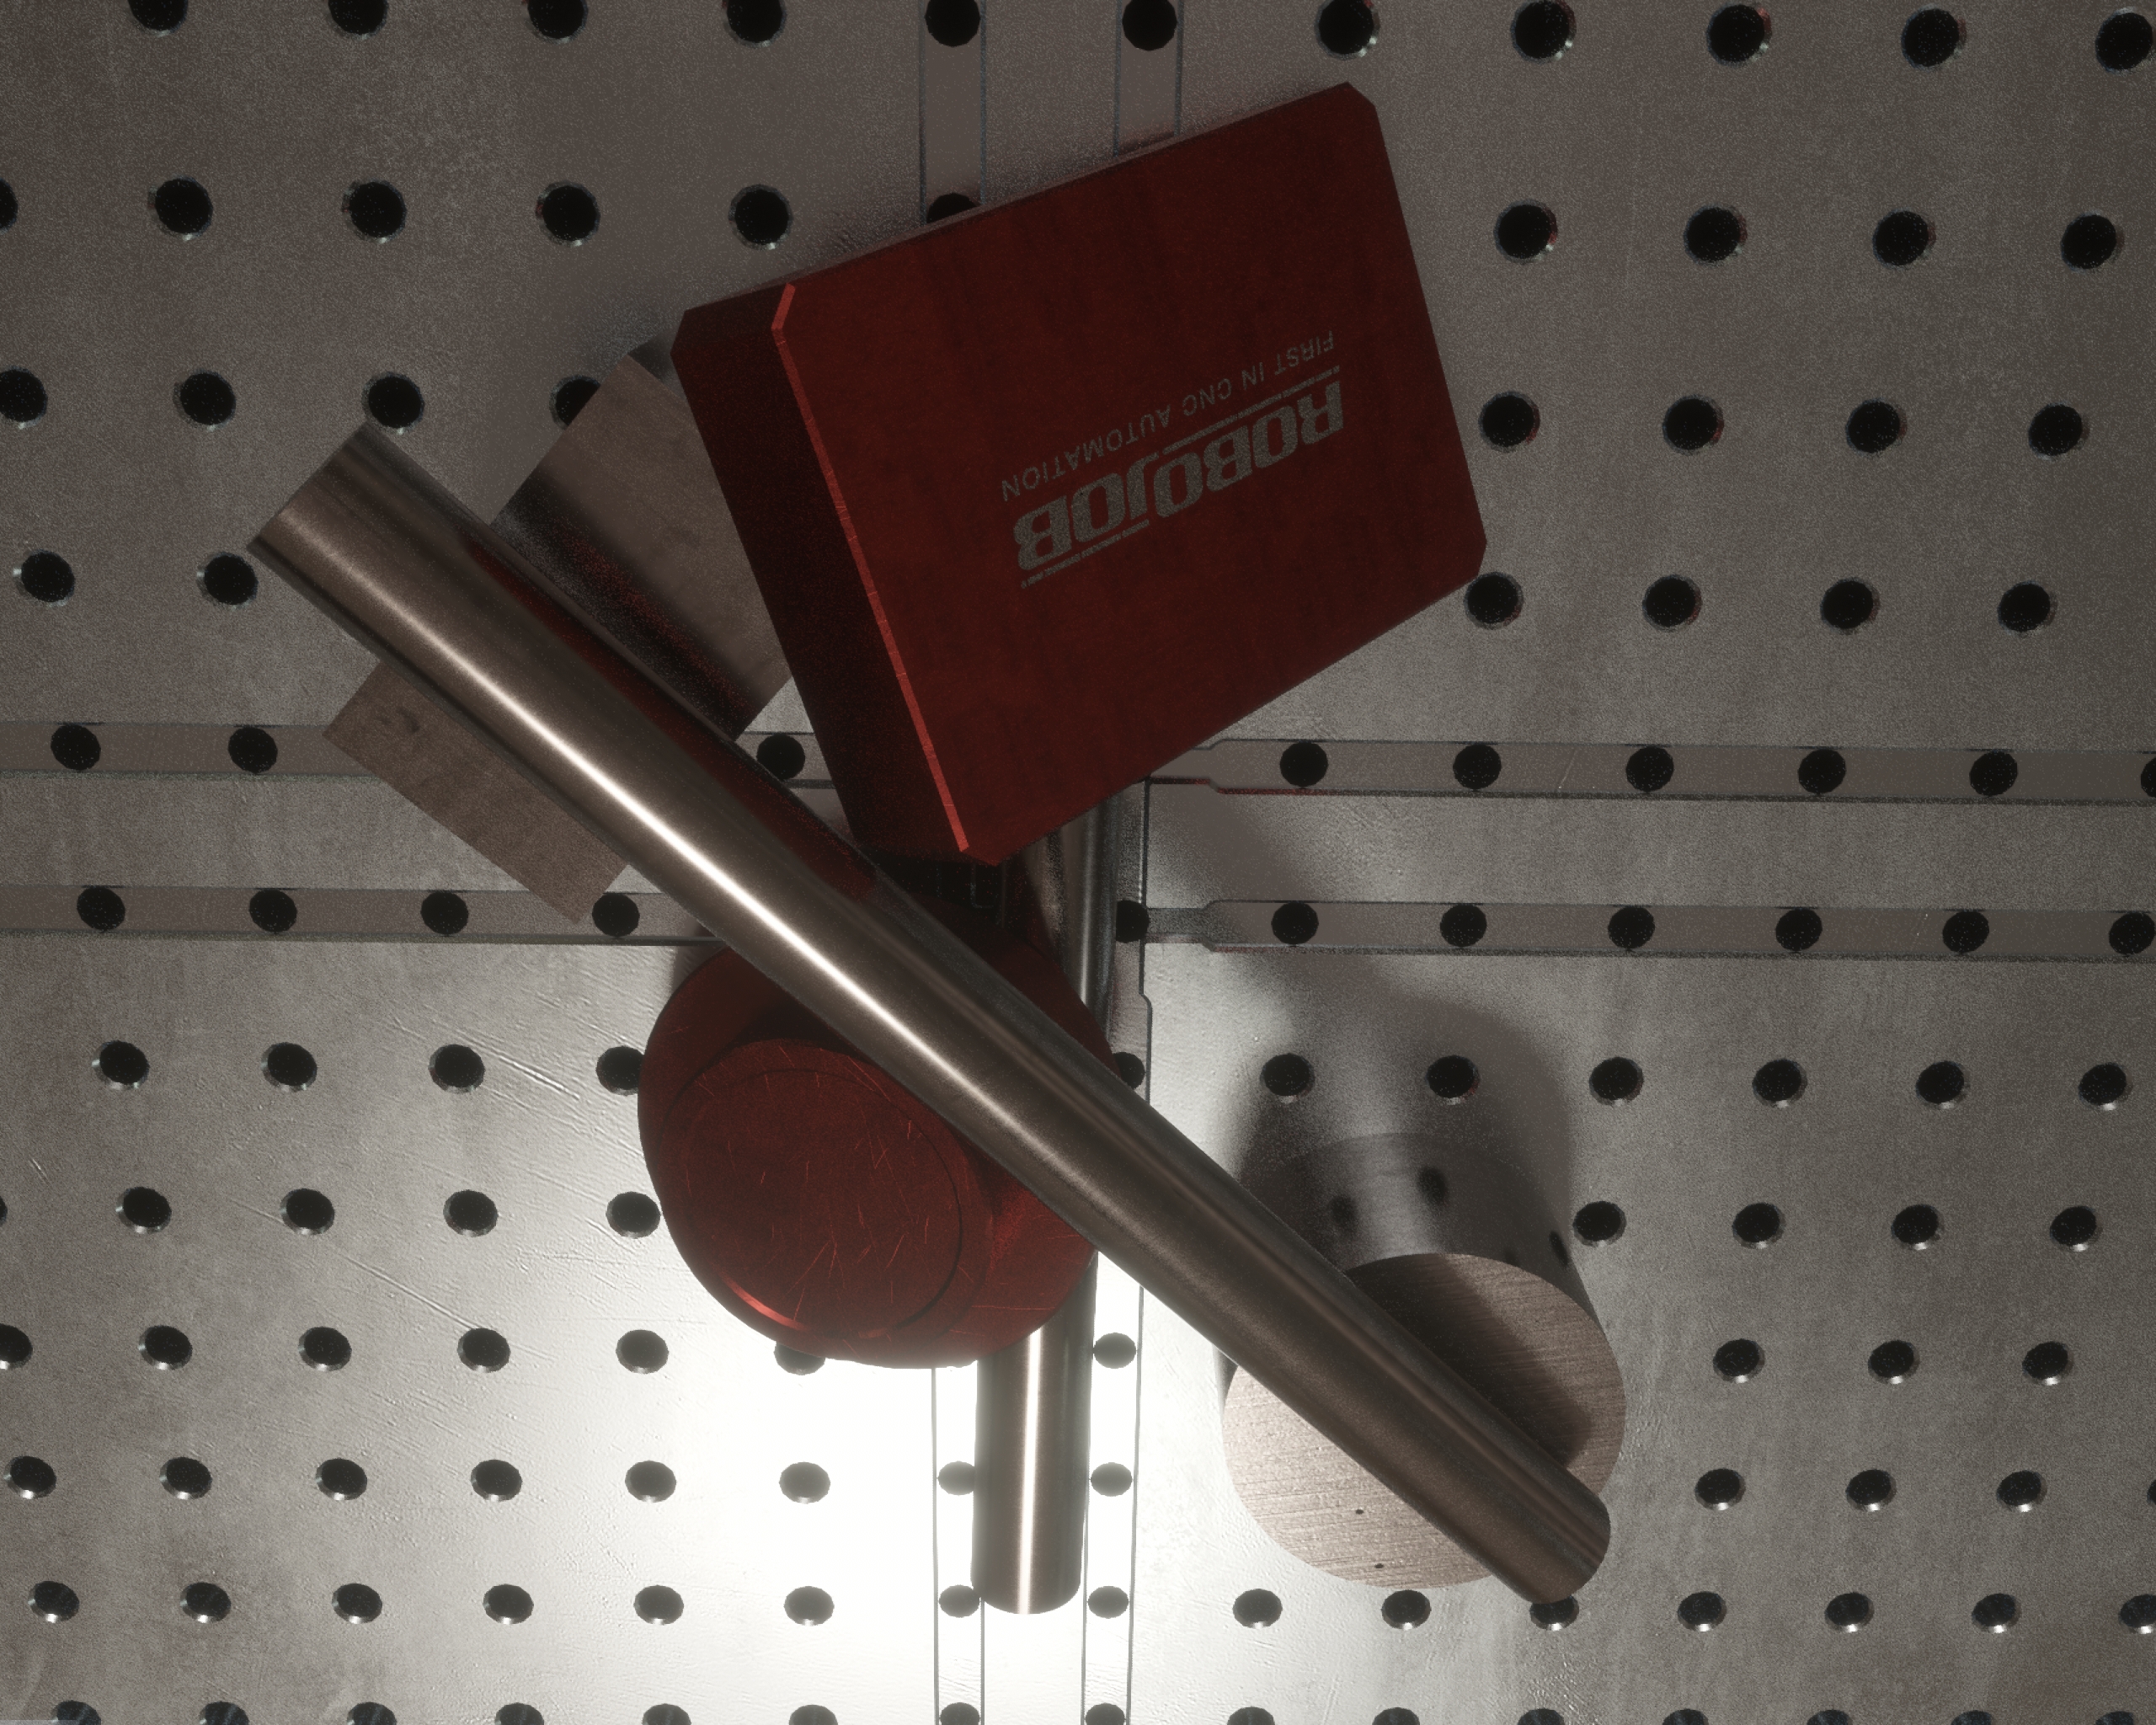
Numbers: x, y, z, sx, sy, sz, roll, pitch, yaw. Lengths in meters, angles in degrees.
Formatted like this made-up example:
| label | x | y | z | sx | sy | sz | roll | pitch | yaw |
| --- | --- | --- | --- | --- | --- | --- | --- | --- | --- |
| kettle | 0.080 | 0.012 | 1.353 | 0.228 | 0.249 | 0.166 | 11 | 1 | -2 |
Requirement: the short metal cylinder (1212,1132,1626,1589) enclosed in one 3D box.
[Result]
| label | x | y | z | sx | sy | sz | roll | pitch | yaw |
| --- | --- | --- | --- | --- | --- | --- | --- | --- | --- |
| short metal cylinder | 0.069 | 0.104 | 0.440 | 0.081 | 0.050 | 0.079 | 0 | 110 | -1 |

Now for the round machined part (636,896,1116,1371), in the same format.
| label | x | y | z | sx | sy | sz | roll | pitch | yaw |
| --- | --- | --- | --- | --- | --- | --- | --- | --- | --- |
| round machined part | -0.042 | 0.058 | 0.408 | 0.098 | 0.042 | 0.097 | 6 | 111 | 16 |

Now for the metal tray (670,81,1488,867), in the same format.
| label | x | y | z | sx | sy | sz | roll | pitch | yaw |
| --- | --- | --- | --- | --- | --- | --- | --- | --- | --- |
| metal tray | 0.008 | -0.067 | 0.344 | 0.131 | 0.030 | 0.090 | -32 | 113 | -34 |

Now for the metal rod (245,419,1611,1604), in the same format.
| label | x | y | z | sx | sy | sz | roll | pitch | yaw |
| --- | --- | --- | --- | --- | --- | --- | --- | --- | --- |
| metal rod | -0.007 | 0.040 | 0.353 | 0.025 | 0.025 | 0.300 | -42 | 113 | 13 |

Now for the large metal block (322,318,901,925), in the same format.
| label | x | y | z | sx | sy | sz | roll | pitch | yaw |
| --- | --- | --- | --- | --- | --- | --- | --- | --- | --- |
| large metal block | -0.076 | -0.047 | 0.367 | 0.050 | 0.080 | 0.080 | 40 | 105 | -14 |

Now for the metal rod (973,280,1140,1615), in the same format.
| label | x | y | z | sx | sy | sz | roll | pitch | yaw |
| --- | --- | --- | --- | --- | --- | --- | --- | --- | --- |
| metal rod | -0.005 | 0.023 | 0.421 | 0.025 | 0.025 | 0.298 | 2 | 110 | -1 |
